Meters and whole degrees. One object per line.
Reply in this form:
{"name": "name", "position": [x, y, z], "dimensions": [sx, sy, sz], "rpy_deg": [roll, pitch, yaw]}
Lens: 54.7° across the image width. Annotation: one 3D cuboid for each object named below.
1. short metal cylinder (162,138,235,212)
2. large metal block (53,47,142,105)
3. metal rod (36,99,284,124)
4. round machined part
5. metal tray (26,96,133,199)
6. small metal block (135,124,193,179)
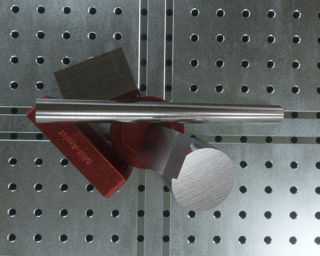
{"name": "short metal cylinder", "position": [0.046, 0.057, 0.389], "dimensions": [0.081, 0.050, 0.079], "rpy_deg": [-4, 103, -15]}
{"name": "large metal block", "position": [-0.072, -0.053, 0.383], "dimensions": [0.080, 0.080, 0.050], "rpy_deg": [-21, 90, 0]}
{"name": "metal rod", "position": [0.016, -0.018, 0.366], "dimensions": [0.303, 0.025, 0.025], "rpy_deg": [0, 90, -20]}
{"name": "round machined part", "position": [-0.017, 0.006, 0.407], "dimensions": [0.099, 0.042, 0.097], "rpy_deg": [0, 90, -1]}
{"name": "metal tray", "position": [-0.092, 0.021, 0.379], "dimensions": [0.030, 0.090, 0.130], "rpy_deg": [-44, 91, 0]}
{"name": "small metal block", "position": [0.004, 0.025, 0.357], "dimensions": [0.025, 0.050, 0.050], "rpy_deg": [23, 87, -43]}
